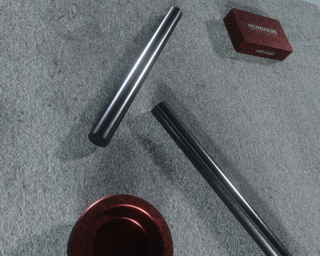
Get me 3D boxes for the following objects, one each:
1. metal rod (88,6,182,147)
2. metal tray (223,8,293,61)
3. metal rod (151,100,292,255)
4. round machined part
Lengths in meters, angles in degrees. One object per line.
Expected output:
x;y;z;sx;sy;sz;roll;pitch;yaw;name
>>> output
-0.023;-0.094;0.450;0.025;0.025;0.301;31;51;-9;metal rod
0.198;-0.187;0.625;0.131;0.030;0.090;2;61;-28;metal tray
0.090;0.086;0.401;0.025;0.025;0.300;-33;80;-38;metal rod
-0.040;0.118;0.300;0.099;0.042;0.098;14;56;-21;round machined part
